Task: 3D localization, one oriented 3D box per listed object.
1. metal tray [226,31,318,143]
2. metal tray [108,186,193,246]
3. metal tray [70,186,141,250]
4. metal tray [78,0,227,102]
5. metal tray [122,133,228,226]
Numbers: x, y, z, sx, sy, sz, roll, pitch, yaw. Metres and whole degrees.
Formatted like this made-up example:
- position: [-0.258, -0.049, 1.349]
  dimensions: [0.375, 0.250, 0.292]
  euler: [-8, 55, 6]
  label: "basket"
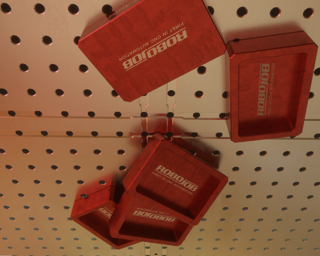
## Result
- position: [0.128, -0.043, 0.372]
  dimensions: [0.090, 0.030, 0.129]
  euler: [-7, 130, 5]
  label: "metal tray"
- position: [-0.006, 0.143, 0.503]
  dimensions: [0.131, 0.030, 0.090]
  euler: [18, 113, -25]
  label: "metal tray"
- position: [-0.078, 0.161, 0.544]
  dimensions: [0.090, 0.030, 0.130]
  euler: [-26, 126, 20]
  label: "metal tray"
- position: [-0.007, -0.092, 0.330]
  dimensions: [0.130, 0.030, 0.090]
  euler: [-25, 126, 19]
  label: "metal tray"
- position: [0.024, 0.077, 0.447]
  dimensions: [0.130, 0.030, 0.090]
  euler: [32, 94, -25]
  label: "metal tray"
